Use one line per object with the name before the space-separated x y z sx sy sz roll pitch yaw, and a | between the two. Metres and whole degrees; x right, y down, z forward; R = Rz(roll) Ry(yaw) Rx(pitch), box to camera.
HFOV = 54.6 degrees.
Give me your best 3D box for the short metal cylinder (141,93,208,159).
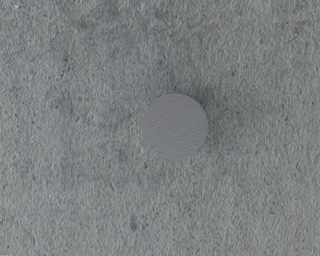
short metal cylinder | 0.018 -0.002 0.398 0.080 0.050 0.080 0 90 0
